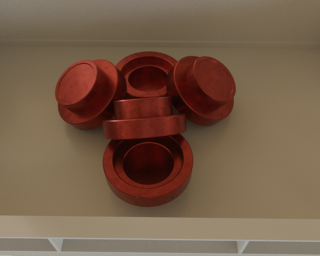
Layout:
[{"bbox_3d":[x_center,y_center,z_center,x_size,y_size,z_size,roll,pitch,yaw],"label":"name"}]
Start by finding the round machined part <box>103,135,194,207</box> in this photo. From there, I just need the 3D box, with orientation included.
[{"bbox_3d":[-0.013,0.045,0.353,0.099,0.042,0.098,0,50,0],"label":"round machined part"}]

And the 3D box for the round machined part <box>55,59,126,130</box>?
[{"bbox_3d":[-0.097,-0.050,0.405,0.098,0.042,0.098,-13,60,24],"label":"round machined part"}]

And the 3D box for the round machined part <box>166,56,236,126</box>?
[{"bbox_3d":[0.061,-0.055,0.409,0.099,0.042,0.098,15,58,-26],"label":"round machined part"}]

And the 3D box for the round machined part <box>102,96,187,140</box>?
[{"bbox_3d":[-0.019,-0.014,0.366,0.099,0.098,0.042,-5,95,-4],"label":"round machined part"}]

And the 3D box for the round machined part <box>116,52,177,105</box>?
[{"bbox_3d":[-0.016,-0.063,0.443,0.099,0.042,0.098,0,50,0],"label":"round machined part"}]
